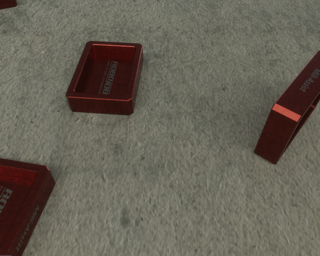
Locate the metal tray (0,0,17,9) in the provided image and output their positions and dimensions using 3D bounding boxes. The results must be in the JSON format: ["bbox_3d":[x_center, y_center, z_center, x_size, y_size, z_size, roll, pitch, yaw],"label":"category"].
[{"bbox_3d":[-0.351,-0.286,0.635,0.091,0.030,0.130,-17,52,-14],"label":"metal tray"}]

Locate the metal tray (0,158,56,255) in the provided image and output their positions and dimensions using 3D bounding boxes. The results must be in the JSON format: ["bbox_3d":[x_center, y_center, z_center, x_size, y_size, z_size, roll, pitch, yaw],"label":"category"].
[{"bbox_3d":[-0.178,0.094,0.318,0.090,0.030,0.130,9,50,7],"label":"metal tray"}]

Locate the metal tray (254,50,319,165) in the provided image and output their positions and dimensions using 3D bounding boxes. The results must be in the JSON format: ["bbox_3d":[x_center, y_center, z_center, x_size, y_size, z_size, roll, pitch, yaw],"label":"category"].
[{"bbox_3d":[0.171,-0.026,0.384,0.030,0.089,0.131,33,57,24],"label":"metal tray"}]

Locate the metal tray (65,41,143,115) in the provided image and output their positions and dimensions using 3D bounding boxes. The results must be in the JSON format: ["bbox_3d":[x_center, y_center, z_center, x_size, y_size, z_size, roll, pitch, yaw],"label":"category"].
[{"bbox_3d":[-0.077,-0.079,0.464,0.091,0.030,0.130,4,50,3],"label":"metal tray"}]
